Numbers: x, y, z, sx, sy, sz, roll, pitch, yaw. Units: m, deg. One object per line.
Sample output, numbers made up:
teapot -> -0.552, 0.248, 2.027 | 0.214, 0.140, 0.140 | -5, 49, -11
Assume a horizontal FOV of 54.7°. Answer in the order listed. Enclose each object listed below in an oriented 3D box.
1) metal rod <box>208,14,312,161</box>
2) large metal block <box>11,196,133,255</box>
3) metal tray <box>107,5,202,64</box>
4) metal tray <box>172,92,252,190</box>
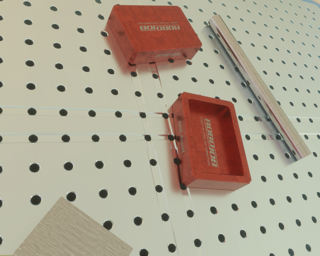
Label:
metal rod -> 0.170, -0.079, 0.547 | 0.025, 0.025, 0.299 | -16, 70, -34
large metal block -> -0.084, 0.122, 0.272 | 0.080, 0.050, 0.080 | 38, 51, -3
metal tray -> -0.006, -0.152, 0.494 | 0.131, 0.030, 0.090 | -15, 69, -34
metal tray -> 0.070, 0.017, 0.431 | 0.091, 0.030, 0.130 | 9, 58, -24
